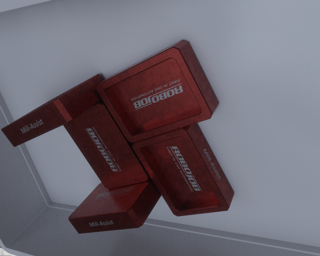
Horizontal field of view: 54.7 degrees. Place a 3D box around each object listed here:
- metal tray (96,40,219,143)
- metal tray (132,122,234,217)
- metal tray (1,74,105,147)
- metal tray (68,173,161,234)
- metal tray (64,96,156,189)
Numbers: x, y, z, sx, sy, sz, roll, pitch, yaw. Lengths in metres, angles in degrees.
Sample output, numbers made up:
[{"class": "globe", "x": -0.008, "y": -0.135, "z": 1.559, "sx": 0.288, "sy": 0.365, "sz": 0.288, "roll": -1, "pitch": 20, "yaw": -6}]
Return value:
[{"class": "metal tray", "x": -0.006, "y": -0.039, "z": 0.381, "sx": 0.130, "sy": 0.030, "sz": 0.090, "roll": -18, "pitch": 109, "yaw": 34}, {"class": "metal tray", "x": 0.032, "y": 0.058, "z": 0.421, "sx": 0.090, "sy": 0.030, "sz": 0.130, "roll": -19, "pitch": 109, "yaw": 35}, {"class": "metal tray", "x": -0.141, "y": -0.023, "z": 0.420, "sx": 0.130, "sy": 0.090, "sz": 0.030, "roll": -19, "pitch": 108, "yaw": 35}, {"class": "metal tray", "x": -0.063, "y": 0.111, "z": 0.463, "sx": 0.130, "sy": 0.090, "sz": 0.030, "roll": -18, "pitch": 109, "yaw": 35}, {"class": "metal tray", "x": -0.074, "y": 0.024, "z": 0.454, "sx": 0.090, "sy": 0.030, "sz": 0.130, "roll": -19, "pitch": 109, "yaw": 35}]
